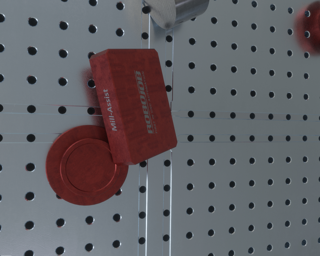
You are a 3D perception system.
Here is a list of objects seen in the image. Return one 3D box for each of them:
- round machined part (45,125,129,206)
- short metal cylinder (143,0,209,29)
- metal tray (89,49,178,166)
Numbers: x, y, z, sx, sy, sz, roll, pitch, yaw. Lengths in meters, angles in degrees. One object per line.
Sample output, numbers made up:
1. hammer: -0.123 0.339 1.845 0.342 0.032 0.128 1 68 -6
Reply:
1. round machined part: -0.085 0.045 0.372 0.099 0.042 0.097 0 90 -20
2. short metal cylinder: 0.017 -0.172 0.390 0.050 0.080 0.080 -30 100 -18
3. metal tray: -0.028 -0.028 0.377 0.091 0.030 0.129 -18 98 -51
